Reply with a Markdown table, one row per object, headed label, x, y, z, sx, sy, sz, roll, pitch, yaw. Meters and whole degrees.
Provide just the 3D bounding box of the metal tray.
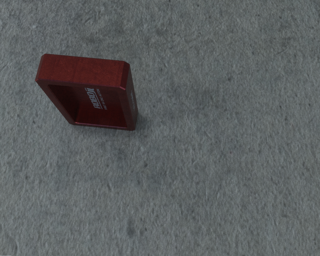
| label | x | y | z | sx | sy | sz | roll | pitch | yaw |
| --- | --- | --- | --- | --- | --- | --- | --- | --- | --- |
| metal tray | -0.077 | -0.035 | 0.365 | 0.090 | 0.130 | 0.030 | 6 | 70 | 2 |
